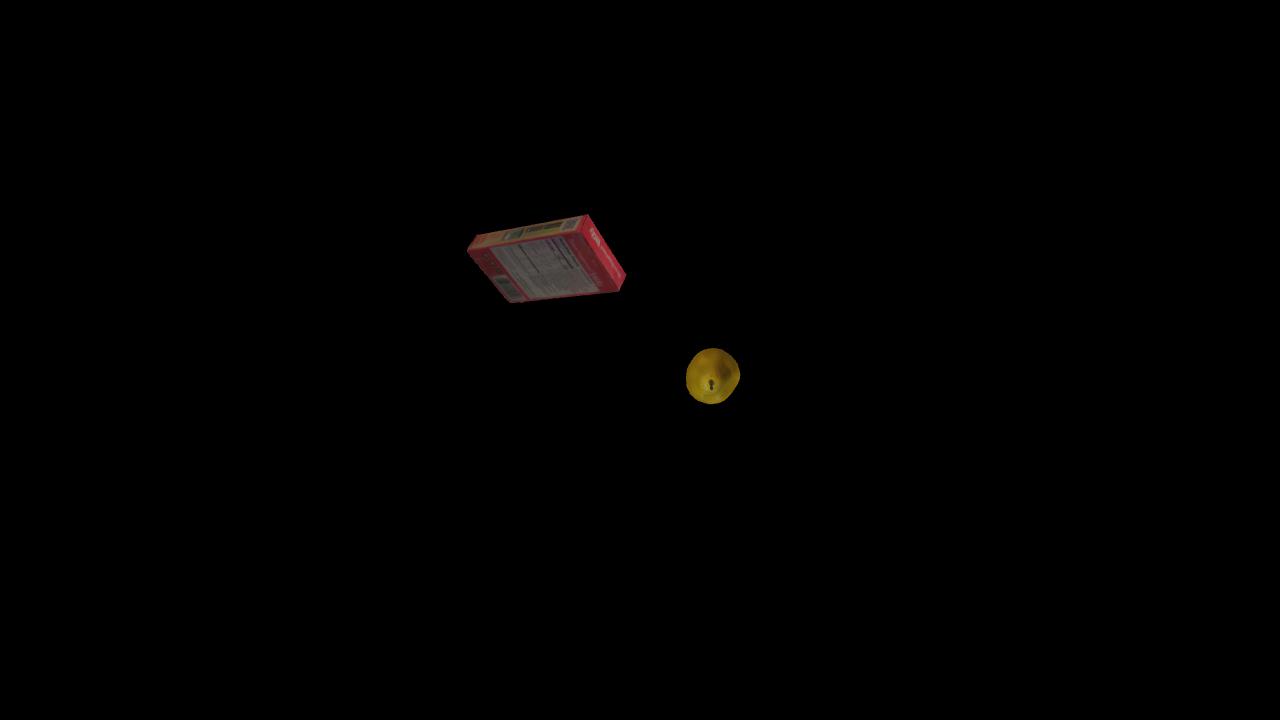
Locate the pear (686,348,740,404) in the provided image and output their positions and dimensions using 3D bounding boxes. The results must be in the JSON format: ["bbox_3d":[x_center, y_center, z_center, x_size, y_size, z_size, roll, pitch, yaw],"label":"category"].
[{"bbox_3d":[0.100,0.021,0.848,0.080,0.080,0.111,0,-5,5],"label":"pear"}]

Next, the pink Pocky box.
[{"bbox_3d":[-0.099,-0.102,0.645,0.155,0.029,0.084,-2,-39,33],"label":"pink Pocky box"}]
